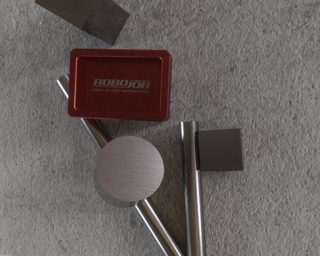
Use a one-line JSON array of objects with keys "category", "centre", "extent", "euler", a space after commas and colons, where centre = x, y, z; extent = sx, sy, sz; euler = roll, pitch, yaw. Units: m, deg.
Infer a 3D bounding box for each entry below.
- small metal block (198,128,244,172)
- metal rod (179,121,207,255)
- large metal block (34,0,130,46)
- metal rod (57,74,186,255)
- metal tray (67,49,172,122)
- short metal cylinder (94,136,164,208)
[{"category": "small metal block", "centre": [0.076, 0.027, 0.382], "extent": [0.050, 0.025, 0.050], "euler": [-4, 89, 19]}, {"category": "metal rod", "centre": [0.045, 0.141, 0.392], "extent": [0.025, 0.025, 0.298], "euler": [-4, 89, 19]}, {"category": "large metal block", "centre": [-0.101, -0.160, 0.414], "extent": [0.080, 0.080, 0.050], "euler": [33, 101, 16]}, {"category": "metal rod", "centre": [-0.058, 0.050, 0.428], "extent": [0.025, 0.025, 0.299], "euler": [-37, 78, 16]}, {"category": "metal tray", "centre": [-0.052, -0.056, 0.408], "extent": [0.131, 0.030, 0.089], "euler": [3, 90, 7]}, {"category": "short metal cylinder", "centre": [-0.041, 0.056, 0.388], "extent": [0.081, 0.050, 0.080], "euler": [6, 66, -14]}]
